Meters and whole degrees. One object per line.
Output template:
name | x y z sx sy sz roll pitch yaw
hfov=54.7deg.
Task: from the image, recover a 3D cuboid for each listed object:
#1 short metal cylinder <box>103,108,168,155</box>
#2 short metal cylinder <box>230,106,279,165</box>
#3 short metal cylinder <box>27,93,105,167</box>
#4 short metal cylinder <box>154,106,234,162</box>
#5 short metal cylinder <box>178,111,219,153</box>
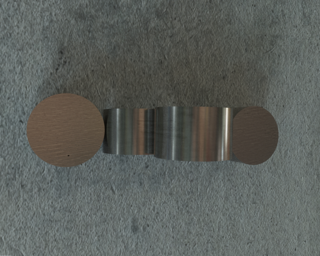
short metal cylinder | -0.028 0.004 0.371 0.081 0.080 0.050 0 90 -20
short metal cylinder | 0.119 0.010 0.440 0.081 0.050 0.080 0 91 -21
short metal cylinder | -0.109 0.002 0.357 0.081 0.050 0.080 0 90 -21
short metal cylinder | 0.034 0.005 0.320 0.081 0.080 0.050 1 91 -20
short metal cylinder | 0.048 0.005 0.399 0.081 0.080 0.050 0 89 -20
